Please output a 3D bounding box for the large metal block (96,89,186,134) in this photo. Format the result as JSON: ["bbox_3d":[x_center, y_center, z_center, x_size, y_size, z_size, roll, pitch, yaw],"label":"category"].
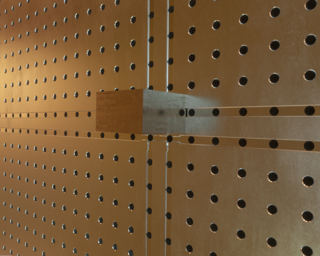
[{"bbox_3d":[-0.024,-0.019,0.394,0.080,0.081,0.050,2,92,40],"label":"large metal block"}]
